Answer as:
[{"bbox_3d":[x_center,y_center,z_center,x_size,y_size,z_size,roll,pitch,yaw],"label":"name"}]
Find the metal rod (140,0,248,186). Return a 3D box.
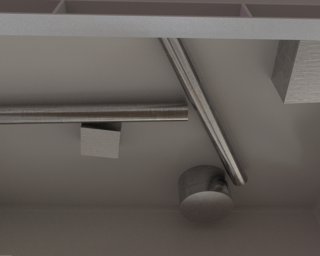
[{"bbox_3d":[0.057,-0.023,0.390,0.025,0.025,0.299,-21,128,16],"label":"metal rod"}]

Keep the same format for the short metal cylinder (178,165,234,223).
[{"bbox_3d":[0.069,0.103,0.482,0.081,0.050,0.079,0,130,0],"label":"short metal cylinder"}]

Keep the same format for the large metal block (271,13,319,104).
[{"bbox_3d":[0.174,-0.074,0.332,0.081,0.050,0.079,-2,130,1],"label":"large metal block"}]

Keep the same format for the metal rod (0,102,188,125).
[{"bbox_3d":[-0.116,-0.018,0.391,0.302,0.025,0.025,-1,130,0],"label":"metal rod"}]

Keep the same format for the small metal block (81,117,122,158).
[{"bbox_3d":[-0.079,0.013,0.419,0.050,0.025,0.050,6,130,-6],"label":"small metal block"}]
